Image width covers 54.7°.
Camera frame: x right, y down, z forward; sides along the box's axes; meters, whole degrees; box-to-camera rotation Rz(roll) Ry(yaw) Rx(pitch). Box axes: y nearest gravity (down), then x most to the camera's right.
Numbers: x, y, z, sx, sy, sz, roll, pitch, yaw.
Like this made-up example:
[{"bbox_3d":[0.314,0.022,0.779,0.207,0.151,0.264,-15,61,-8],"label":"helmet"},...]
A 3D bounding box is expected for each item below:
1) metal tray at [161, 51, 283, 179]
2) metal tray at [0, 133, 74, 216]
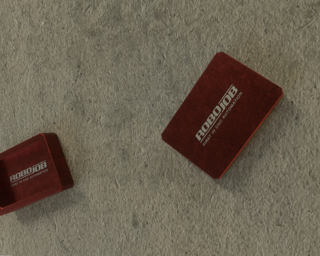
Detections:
[{"bbox_3d":[0.074,-0.015,0.380,0.090,0.030,0.129,37,102,16],"label":"metal tray"},{"bbox_3d":[-0.206,0.071,0.478,0.130,0.030,0.090,-24,82,18],"label":"metal tray"}]
